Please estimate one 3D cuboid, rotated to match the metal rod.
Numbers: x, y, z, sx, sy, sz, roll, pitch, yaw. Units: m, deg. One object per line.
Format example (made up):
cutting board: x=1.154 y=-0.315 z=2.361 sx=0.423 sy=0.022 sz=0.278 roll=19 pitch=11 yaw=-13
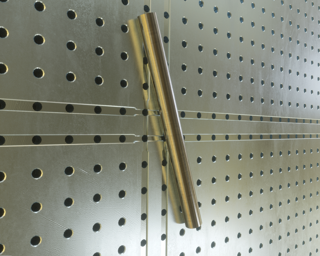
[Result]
metal rod: x=0.016 y=-0.002 z=0.424 sx=0.025 sy=0.025 sz=0.298 roll=-22 pitch=104 yaw=-38
